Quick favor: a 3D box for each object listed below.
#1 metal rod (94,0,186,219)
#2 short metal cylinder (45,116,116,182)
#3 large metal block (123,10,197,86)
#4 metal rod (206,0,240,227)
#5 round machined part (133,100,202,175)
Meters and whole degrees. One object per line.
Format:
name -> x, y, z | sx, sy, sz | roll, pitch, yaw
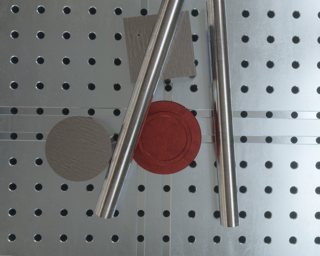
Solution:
metal rod -> -0.023, -0.031, 0.367 | 0.025, 0.025, 0.298 | 19, 100, -1
short metal cylinder -> -0.099, 0.025, 0.400 | 0.081, 0.050, 0.079 | 0, 90, -1
large metal block -> 0.000, -0.099, 0.401 | 0.081, 0.050, 0.079 | -7, 90, -1
metal rod -> 0.084, -0.020, 0.414 | 0.025, 0.025, 0.298 | -4, 90, -1
round machined part -> 0.005, 0.012, 0.405 | 0.099, 0.042, 0.097 | 0, 90, -1
